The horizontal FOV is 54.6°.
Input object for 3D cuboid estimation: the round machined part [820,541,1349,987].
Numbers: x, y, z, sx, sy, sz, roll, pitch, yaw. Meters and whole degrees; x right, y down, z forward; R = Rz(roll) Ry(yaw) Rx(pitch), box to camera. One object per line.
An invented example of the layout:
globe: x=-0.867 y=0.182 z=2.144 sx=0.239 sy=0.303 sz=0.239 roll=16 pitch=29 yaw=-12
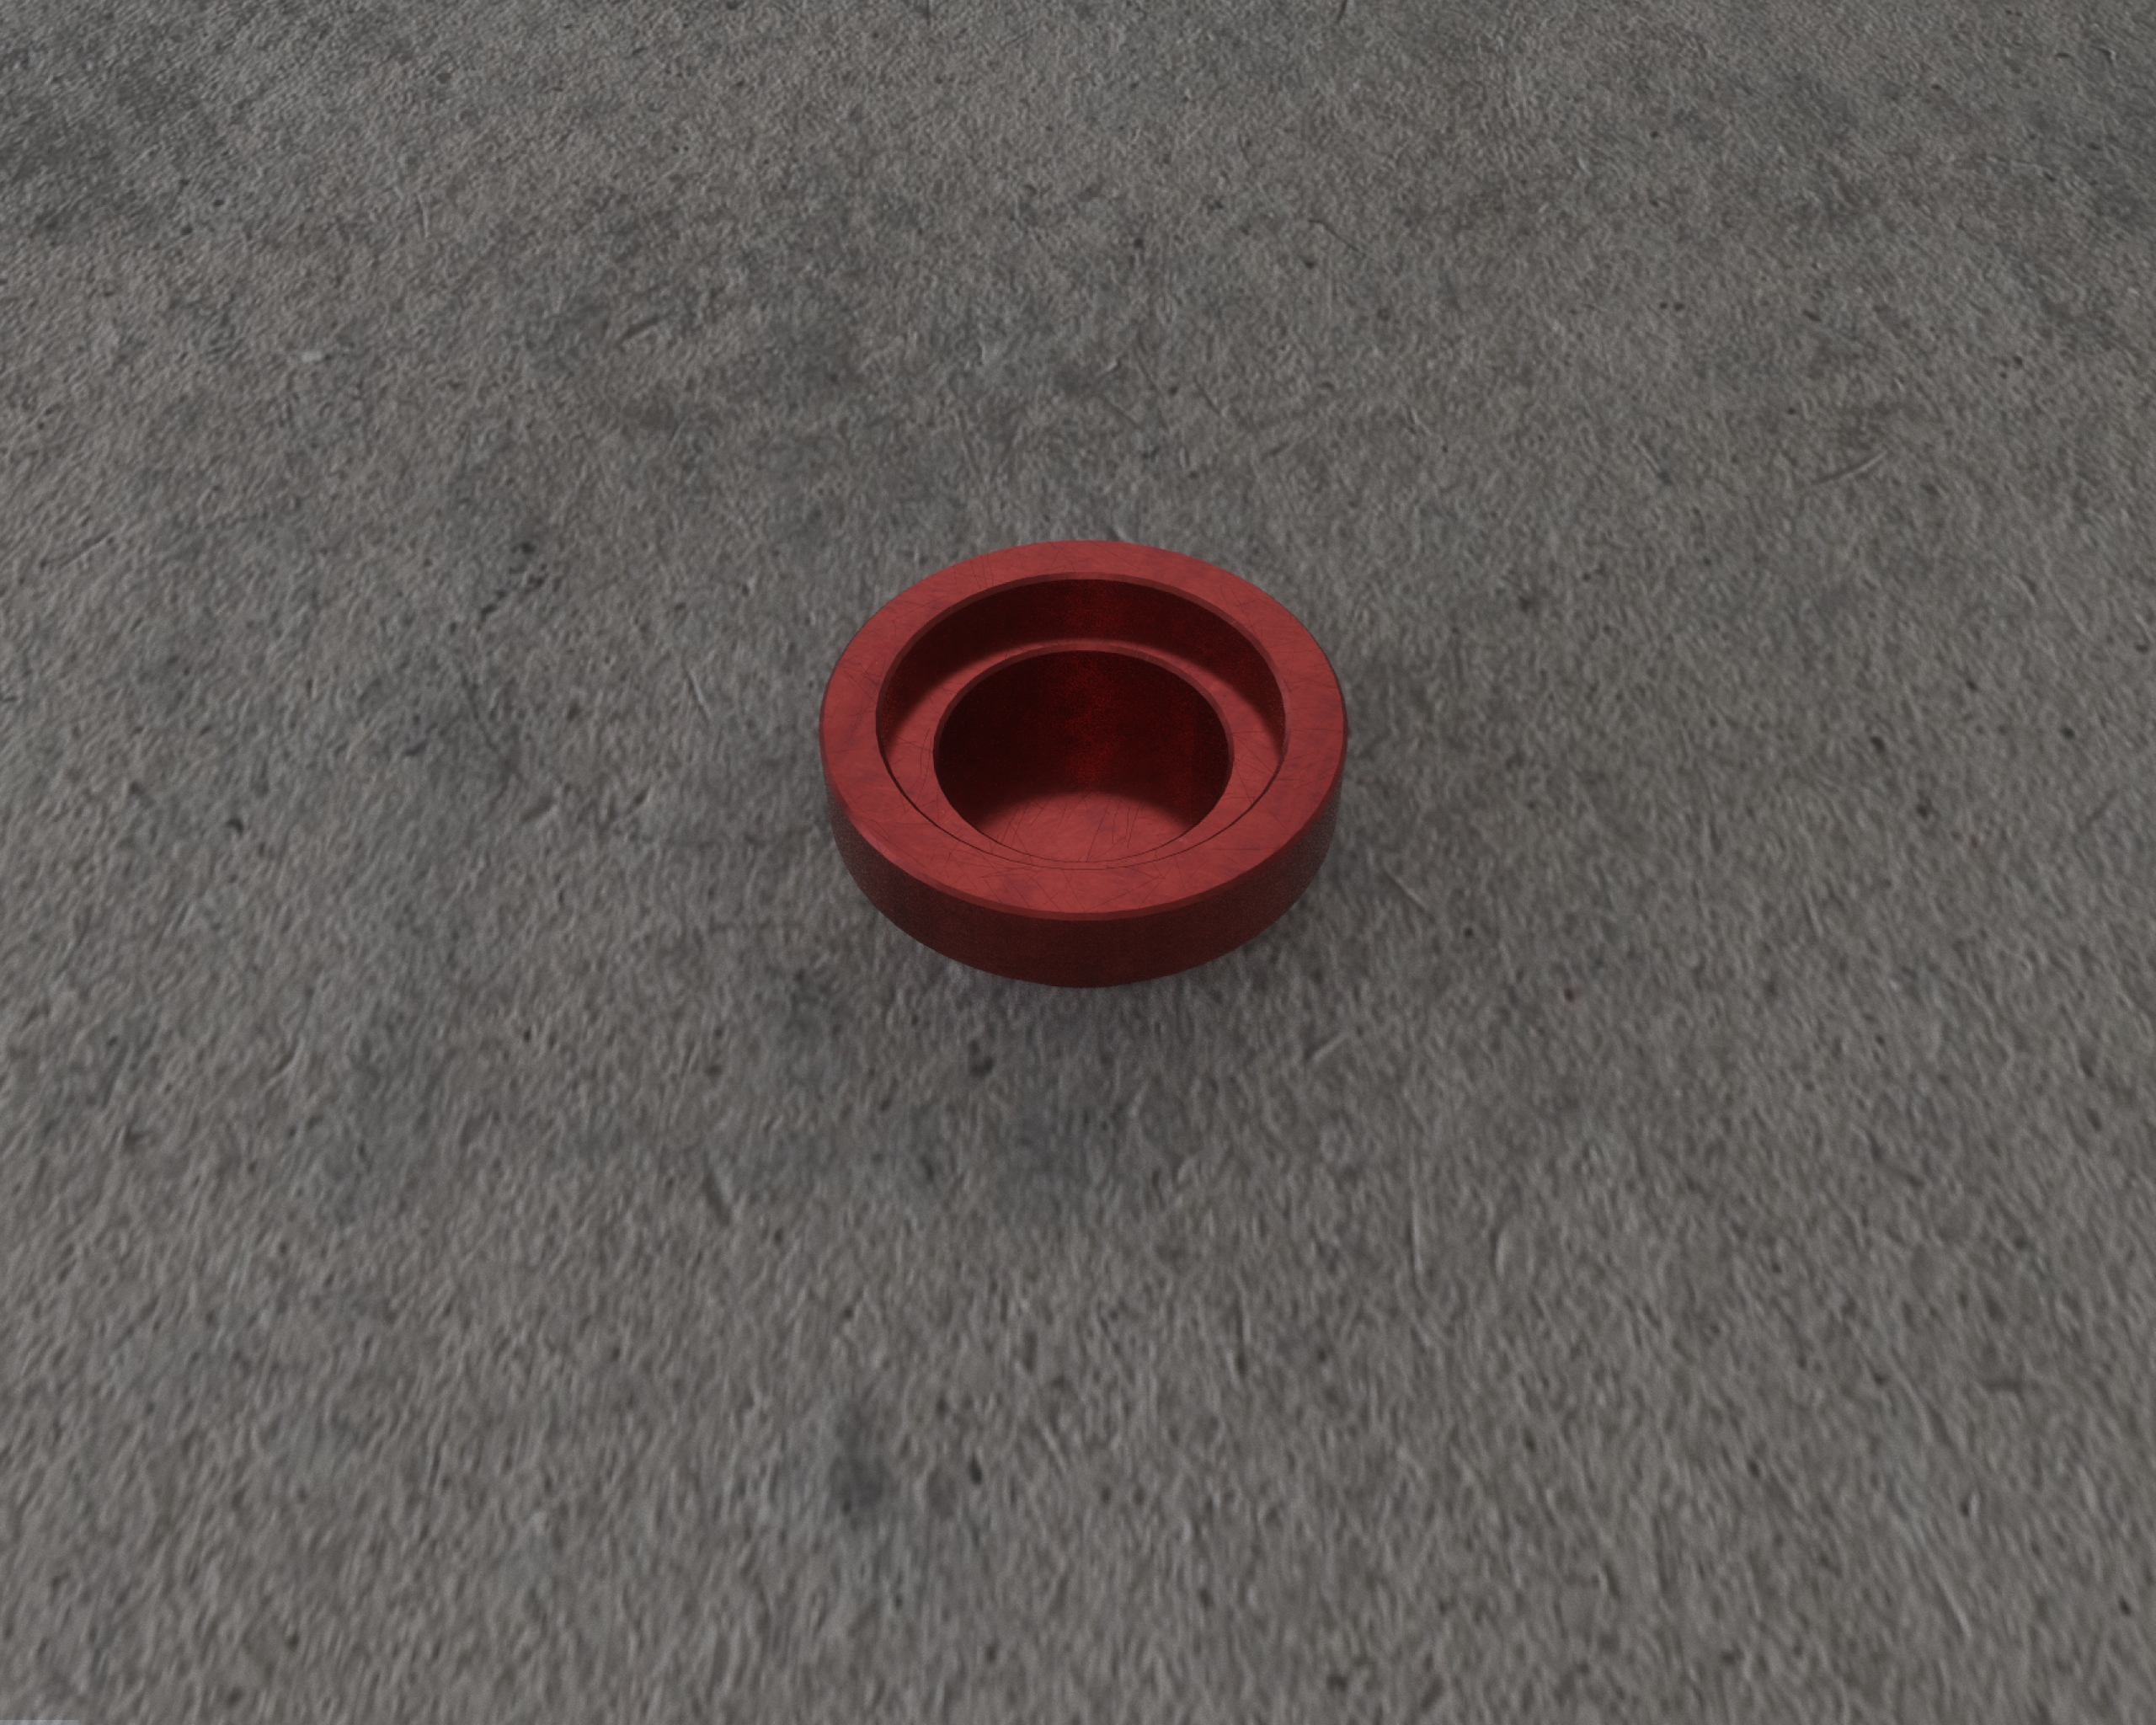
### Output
round machined part: x=0.001 y=-0.015 z=0.405 sx=0.099 sy=0.042 sz=0.098 roll=0 pitch=50 yaw=0
